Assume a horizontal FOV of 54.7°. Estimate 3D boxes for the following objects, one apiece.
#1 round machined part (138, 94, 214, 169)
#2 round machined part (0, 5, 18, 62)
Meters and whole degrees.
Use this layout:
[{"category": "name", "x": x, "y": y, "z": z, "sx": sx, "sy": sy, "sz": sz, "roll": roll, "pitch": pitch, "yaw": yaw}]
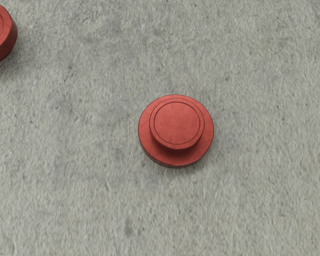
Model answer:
[{"category": "round machined part", "x": 0.021, "y": 0.000, "z": 0.399, "sx": 0.099, "sy": 0.042, "sz": 0.098, "roll": 0, "pitch": 70, "yaw": -1}, {"category": "round machined part", "x": -0.253, "y": -0.130, "z": 0.443, "sx": 0.099, "sy": 0.042, "sz": 0.098, "roll": 0, "pitch": 70, "yaw": -1}]
